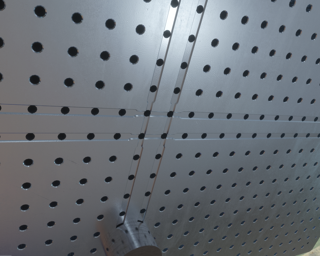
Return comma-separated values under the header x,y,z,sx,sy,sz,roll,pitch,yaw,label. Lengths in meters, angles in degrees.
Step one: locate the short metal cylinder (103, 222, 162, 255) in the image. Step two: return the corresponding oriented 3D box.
x,y,z,sx,sy,sz,roll,pitch,yaw,label
-0.044,0.197,0.493,0.081,0.050,0.079,-14,124,-21,short metal cylinder
